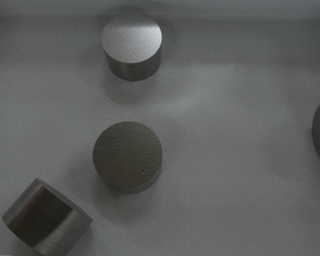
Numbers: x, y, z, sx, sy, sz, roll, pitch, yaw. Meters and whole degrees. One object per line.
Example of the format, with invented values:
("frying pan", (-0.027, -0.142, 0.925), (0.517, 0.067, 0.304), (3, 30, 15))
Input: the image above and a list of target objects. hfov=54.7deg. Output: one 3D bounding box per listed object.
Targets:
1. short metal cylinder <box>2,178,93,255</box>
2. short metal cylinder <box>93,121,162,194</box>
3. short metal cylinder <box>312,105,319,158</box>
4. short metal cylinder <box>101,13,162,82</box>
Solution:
("short metal cylinder", (-0.122, 0.100, 0.343), (0.080, 0.080, 0.050), (34, 74, 11))
("short metal cylinder", (-0.038, 0.038, 0.382), (0.081, 0.050, 0.080), (0, 70, 0))
("short metal cylinder", (0.233, 0.005, 0.382), (0.050, 0.080, 0.080), (-2, 70, -1))
("short metal cylinder", (-0.038, -0.113, 0.437), (0.081, 0.050, 0.080), (0, 70, 0))
